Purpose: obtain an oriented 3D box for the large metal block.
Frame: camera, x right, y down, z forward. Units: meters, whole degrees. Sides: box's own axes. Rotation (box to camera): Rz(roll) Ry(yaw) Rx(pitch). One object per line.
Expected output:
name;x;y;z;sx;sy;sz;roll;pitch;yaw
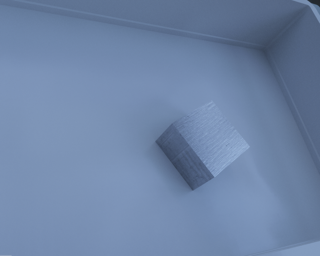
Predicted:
large metal block;0.056;0.021;0.406;0.081;0.050;0.080;-30;79;-38
